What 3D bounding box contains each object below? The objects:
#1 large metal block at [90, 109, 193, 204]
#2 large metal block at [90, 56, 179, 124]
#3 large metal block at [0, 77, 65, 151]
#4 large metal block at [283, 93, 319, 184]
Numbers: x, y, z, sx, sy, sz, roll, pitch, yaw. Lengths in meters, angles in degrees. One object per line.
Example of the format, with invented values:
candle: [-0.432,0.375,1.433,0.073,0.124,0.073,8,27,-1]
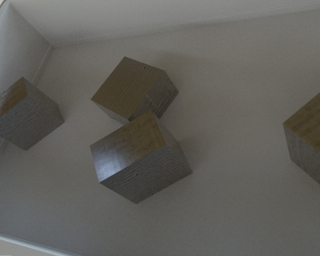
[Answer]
large metal block: [-0.020,0.037,0.357,0.080,0.080,0.050,-31,52,8]
large metal block: [-0.035,-0.045,0.434,0.080,0.050,0.080,27,76,37]
large metal block: [-0.216,-0.020,0.494,0.080,0.080,0.050,-36,51,4]
large metal block: [0.165,0.004,0.281,0.080,0.080,0.050,-40,51,1]
